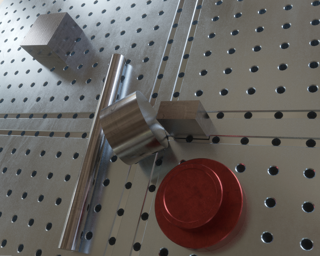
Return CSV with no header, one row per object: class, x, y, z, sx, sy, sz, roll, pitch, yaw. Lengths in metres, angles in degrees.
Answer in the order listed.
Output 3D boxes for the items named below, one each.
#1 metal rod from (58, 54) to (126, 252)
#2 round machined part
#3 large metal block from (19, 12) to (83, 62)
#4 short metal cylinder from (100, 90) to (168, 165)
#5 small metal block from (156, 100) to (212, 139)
metal rod,-0.090,0.016,0.443,0.025,0.025,0.299,-5,59,25
round machined part,0.038,0.077,0.329,0.098,0.042,0.098,-13,56,20
large metal block,-0.213,-0.177,0.610,0.080,0.050,0.080,8,66,31
short metal cylinder,-0.031,0.000,0.388,0.050,0.080,0.080,-27,53,11
small metal block,0.031,-0.010,0.381,0.050,0.050,0.025,1,63,28
